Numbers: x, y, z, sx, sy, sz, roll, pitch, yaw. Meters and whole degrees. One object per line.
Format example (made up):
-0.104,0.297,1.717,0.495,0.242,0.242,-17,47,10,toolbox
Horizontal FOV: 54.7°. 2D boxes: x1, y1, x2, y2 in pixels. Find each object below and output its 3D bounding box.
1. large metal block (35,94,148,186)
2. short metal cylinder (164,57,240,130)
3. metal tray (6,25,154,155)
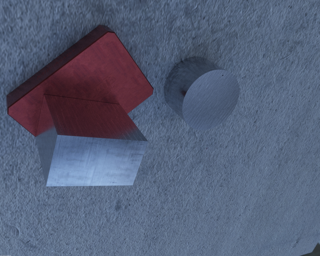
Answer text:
-0.070,0.011,0.301,0.081,0.080,0.050,6,116,-31,large metal block
0.052,-0.044,0.392,0.081,0.050,0.079,-14,124,-21,short metal cylinder
-0.083,-0.036,0.336,0.130,0.030,0.090,-38,129,-2,metal tray
